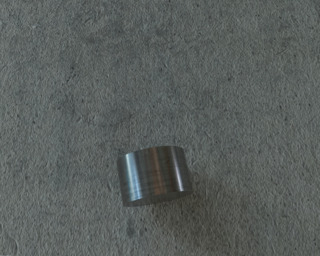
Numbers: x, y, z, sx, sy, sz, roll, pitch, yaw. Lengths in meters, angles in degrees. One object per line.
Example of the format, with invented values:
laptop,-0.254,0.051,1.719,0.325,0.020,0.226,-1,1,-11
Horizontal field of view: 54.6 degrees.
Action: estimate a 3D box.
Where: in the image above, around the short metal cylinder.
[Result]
short metal cylinder,-0.006,0.057,0.358,0.080,0.080,0.050,-10,71,-4
